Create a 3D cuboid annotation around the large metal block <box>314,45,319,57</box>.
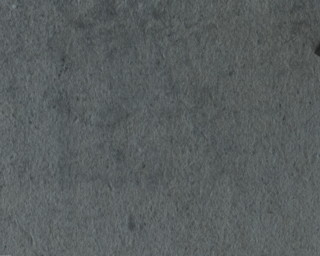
[{"bbox_3d":[0.268,-0.113,0.401,0.080,0.050,0.080,35,90,-1],"label":"large metal block"}]
